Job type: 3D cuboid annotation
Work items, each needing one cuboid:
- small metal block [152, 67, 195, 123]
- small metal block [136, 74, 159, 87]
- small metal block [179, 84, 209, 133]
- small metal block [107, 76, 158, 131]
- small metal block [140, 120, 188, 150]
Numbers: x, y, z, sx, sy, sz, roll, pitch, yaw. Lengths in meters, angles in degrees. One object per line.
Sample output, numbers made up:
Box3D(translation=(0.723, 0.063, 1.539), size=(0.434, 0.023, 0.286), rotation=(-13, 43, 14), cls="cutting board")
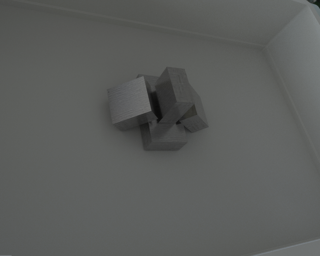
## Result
Box3D(translation=(0.014, -0.040, 0.386), size=(0.025, 0.050, 0.050), rotation=(1, 61, -29), cls="small metal block")
Box3D(translation=(-0.007, -0.044, 0.425), size=(0.050, 0.025, 0.050), rotation=(3, 61, -28), cls="small metal block")
Box3D(translation=(0.042, -0.027, 0.427), size=(0.050, 0.025, 0.050), rotation=(37, 37, -58), cls="small metal block")
Box3D(translation=(-0.035, -0.030, 0.385), size=(0.050, 0.025, 0.050), rotation=(-18, 65, 11), cls="small metal block")
Box3D(translation=(0.003, 0.001, 0.404), size=(0.050, 0.025, 0.050), rotation=(2, 61, -27), cls="small metal block")
